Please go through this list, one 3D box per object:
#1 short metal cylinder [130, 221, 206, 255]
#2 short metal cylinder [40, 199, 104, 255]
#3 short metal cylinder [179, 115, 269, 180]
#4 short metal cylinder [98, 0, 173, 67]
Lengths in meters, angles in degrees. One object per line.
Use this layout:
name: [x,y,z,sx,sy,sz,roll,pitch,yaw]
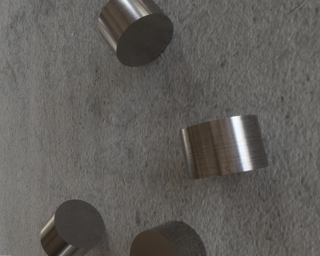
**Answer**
short metal cylinder: [0.009,0.160,0.379,0.080,0.050,0.079,0,90,39]
short metal cylinder: [-0.134,0.158,0.477,0.050,0.081,0.080,-48,62,29]
short metal cylinder: [0.064,0.021,0.315,0.080,0.081,0.050,-17,79,38]
short metal cylinder: [-0.030,-0.125,0.392,0.080,0.081,0.050,-49,61,28]
